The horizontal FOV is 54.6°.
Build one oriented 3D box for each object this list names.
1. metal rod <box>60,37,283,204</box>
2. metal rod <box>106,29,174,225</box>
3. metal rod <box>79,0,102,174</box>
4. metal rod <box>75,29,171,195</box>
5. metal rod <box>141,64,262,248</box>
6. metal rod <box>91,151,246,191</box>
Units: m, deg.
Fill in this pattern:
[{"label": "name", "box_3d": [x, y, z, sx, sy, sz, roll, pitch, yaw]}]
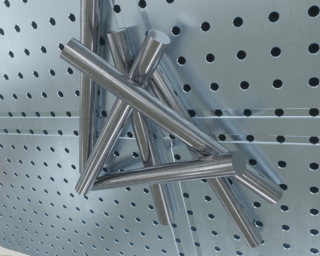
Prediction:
[{"label": "metal rod", "box_3d": [0.024, 0.000, 0.354, 0.301, 0.025, 0.025, 35, 130, -13]}, {"label": "metal rod", "box_3d": [-0.021, 0.016, 0.432, 0.025, 0.025, 0.298, 1, 119, 28]}, {"label": "metal rod", "box_3d": [-0.100, -0.047, 0.435, 0.025, 0.025, 0.298, 22, 127, 15]}, {"label": "metal rod", "box_3d": [-0.064, 0.003, 0.413, 0.025, 0.025, 0.298, 36, 129, 4]}, {"label": "metal rod", "box_3d": [0.056, 0.037, 0.404, 0.025, 0.025, 0.299, -22, 107, 36]}, {"label": "metal rod", "box_3d": [-0.017, 0.066, 0.424, 0.299, 0.025, 0.025, -17, 110, 47]}]
